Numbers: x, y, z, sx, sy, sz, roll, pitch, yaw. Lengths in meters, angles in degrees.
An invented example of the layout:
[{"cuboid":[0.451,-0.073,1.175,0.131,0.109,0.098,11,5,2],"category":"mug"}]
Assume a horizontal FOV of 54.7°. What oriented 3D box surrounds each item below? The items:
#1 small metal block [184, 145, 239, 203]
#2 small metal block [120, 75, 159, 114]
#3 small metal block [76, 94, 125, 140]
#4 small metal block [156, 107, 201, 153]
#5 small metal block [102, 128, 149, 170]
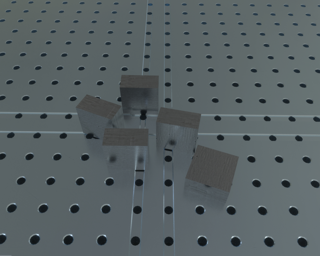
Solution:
[{"cuboid":[0.061,0.053,0.364,0.050,0.025,0.050,16,52,13],"category":"small metal block"},{"cuboid":[-0.027,-0.046,0.430,0.050,0.050,0.025,1,50,0],"category":"small metal block"},{"cuboid":[-0.075,-0.010,0.399,0.050,0.050,0.025,19,53,15],"category":"small metal block"},{"cuboid":[0.023,0.004,0.389,0.050,0.050,0.025,10,51,8],"category":"small metal block"},{"cuboid":[-0.039,0.026,0.369,0.050,0.050,0.025,1,50,0],"category":"small metal block"}]
